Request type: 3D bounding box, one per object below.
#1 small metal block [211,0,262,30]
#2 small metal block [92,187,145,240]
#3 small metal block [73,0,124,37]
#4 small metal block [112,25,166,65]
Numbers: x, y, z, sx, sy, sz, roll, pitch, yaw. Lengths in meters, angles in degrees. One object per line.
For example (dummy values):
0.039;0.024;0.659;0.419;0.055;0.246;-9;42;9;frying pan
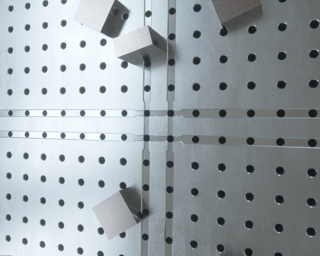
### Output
0.091;-0.158;0.381;0.050;0.025;0.050;-22;83;18;small metal block
-0.058;0.119;0.434;0.050;0.025;0.050;-34;79;17;small metal block
-0.088;-0.166;0.444;0.050;0.025;0.050;30;100;17;small metal block
-0.026;-0.108;0.409;0.050;0.050;0.025;-16;85;19;small metal block
